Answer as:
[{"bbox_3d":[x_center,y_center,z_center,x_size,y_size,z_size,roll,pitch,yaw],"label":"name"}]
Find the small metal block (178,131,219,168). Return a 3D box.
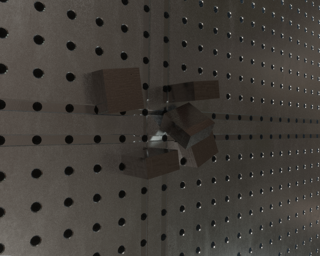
[{"bbox_3d":[0.056,0.024,0.458,0.050,0.025,0.050,-30,109,-36],"label":"small metal block"}]

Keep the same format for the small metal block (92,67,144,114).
[{"bbox_3d":[-0.049,-0.045,0.369,0.050,0.025,0.050,-12,98,-40],"label":"small metal block"}]

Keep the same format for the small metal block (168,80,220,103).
[{"bbox_3d":[0.047,-0.051,0.435,0.050,0.050,0.025,-10,97,-40],"label":"small metal block"}]

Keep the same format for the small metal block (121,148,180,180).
[{"bbox_3d":[-0.012,0.043,0.385,0.050,0.050,0.025,-11,97,-40],"label":"small metal block"}]

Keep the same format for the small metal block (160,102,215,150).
[{"bbox_3d":[0.038,-0.004,0.424,0.050,0.050,0.025,-26,146,-37],"label":"small metal block"}]
